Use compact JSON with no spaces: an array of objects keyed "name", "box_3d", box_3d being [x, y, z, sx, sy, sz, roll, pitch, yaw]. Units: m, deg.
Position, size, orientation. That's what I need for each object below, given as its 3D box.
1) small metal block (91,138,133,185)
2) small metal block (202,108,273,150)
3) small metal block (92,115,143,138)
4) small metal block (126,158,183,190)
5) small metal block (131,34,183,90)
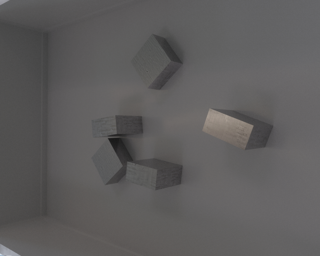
[{"name":"small metal block","box_3d":[-0.071,0.050,0.466,0.050,0.025,0.050,-47,62,30]},{"name":"small metal block","box_3d":[0.081,0.000,0.323,0.050,0.050,0.025,27,107,37]},{"name":"small metal block","box_3d":[-0.060,-0.002,0.441,0.050,0.050,0.025,-9,85,40]},{"name":"small metal block","box_3d":[-0.007,0.058,0.397,0.050,0.050,0.025,9,96,39]},{"name":"small metal block","box_3d":[-0.005,-0.087,0.411,0.050,0.025,0.050,-45,63,30]}]
